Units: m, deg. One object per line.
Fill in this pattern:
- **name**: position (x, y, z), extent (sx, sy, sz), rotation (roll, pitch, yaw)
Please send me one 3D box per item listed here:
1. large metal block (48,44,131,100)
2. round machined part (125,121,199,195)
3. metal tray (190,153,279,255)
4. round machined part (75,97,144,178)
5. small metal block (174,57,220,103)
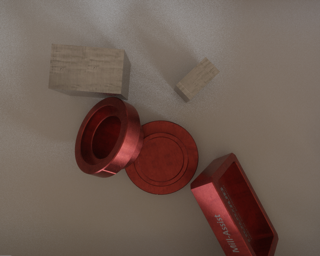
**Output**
- **large metal block**: position (-0.082, -0.066, 0.383), extent (0.081, 0.080, 0.050), rotation (4, 90, -1)
- **round machined part**: position (0.001, 0.039, 0.403), extent (0.099, 0.042, 0.097), rotation (0, 90, -1)
- **metal tray**: position (0.095, 0.105, 0.379), extent (0.030, 0.091, 0.130), rotation (-28, 90, 33)
- **round machined part**: position (-0.059, 0.014, 0.385), extent (0.042, 0.098, 0.098), rotation (27, 90, -43)
- **small metal block**: position (0.046, -0.060, 0.400), extent (0.050, 0.050, 0.025), rotation (-43, 91, 0)
